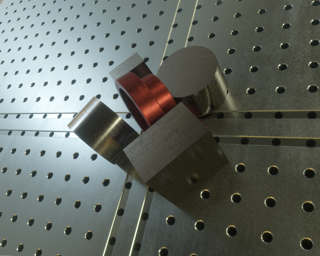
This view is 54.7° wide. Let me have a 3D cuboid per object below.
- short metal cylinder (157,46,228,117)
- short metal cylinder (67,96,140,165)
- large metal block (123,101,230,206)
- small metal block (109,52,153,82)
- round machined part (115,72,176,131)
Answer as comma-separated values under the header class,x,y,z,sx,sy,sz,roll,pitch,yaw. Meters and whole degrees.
class,x,y,z,sx,sy,sz,roll,pitch,yaw
short metal cylinder,0.043,-0.060,0.405,0.080,0.050,0.080,-13,56,20
short metal cylinder,-0.073,0.003,0.407,0.080,0.080,0.050,35,82,38
large metal block,0.021,0.031,0.343,0.080,0.080,0.050,-40,51,1
small metal block,-0.038,-0.074,0.456,0.050,0.050,0.025,-36,52,4
round machined part,-0.011,-0.028,0.384,0.042,0.098,0.098,-34,51,-10
